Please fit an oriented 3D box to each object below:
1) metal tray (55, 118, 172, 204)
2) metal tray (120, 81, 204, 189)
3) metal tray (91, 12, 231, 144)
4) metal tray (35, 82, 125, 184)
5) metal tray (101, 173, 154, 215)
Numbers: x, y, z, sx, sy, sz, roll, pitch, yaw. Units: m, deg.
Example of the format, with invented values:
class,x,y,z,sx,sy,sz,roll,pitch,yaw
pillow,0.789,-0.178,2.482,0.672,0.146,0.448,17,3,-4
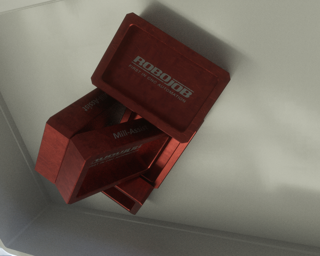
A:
class,x,y,z,sx,sy,sz,roll,pitch,yaw
metal tray,-0.050,0.034,0.369,0.030,0.131,0.089,50,132,23
metal tray,-0.011,0.014,0.416,0.090,0.030,0.129,34,129,5
metal tray,0.000,-0.055,0.346,0.130,0.030,0.090,34,103,5
metal tray,-0.090,-0.001,0.382,0.030,0.131,0.089,35,129,6
metal tray,-0.078,0.075,0.466,0.130,0.030,0.090,34,153,5
